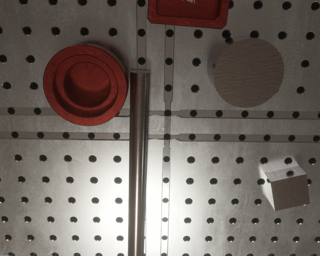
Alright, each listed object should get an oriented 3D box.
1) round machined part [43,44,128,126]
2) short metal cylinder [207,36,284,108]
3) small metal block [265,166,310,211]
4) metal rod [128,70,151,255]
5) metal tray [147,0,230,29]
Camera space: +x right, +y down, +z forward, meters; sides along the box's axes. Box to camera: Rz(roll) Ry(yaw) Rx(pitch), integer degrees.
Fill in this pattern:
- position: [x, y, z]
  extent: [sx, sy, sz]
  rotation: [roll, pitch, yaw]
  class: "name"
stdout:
- position: [-0.088, -0.055, 0.383]
  extent: [0.099, 0.042, 0.097]
  rotation: [0, 110, -1]
  class: "round machined part"
- position: [0.101, -0.070, 0.376]
  extent: [0.081, 0.050, 0.079]
  rotation: [0, 110, -1]
  class: "short metal cylinder"
- position: [0.184, 0.087, 0.448]
  extent: [0.050, 0.025, 0.050]
  rotation: [-14, 110, 4]
  class: "small metal block"
- position: [-0.031, 0.069, 0.438]
  extent: [0.025, 0.025, 0.298]
  rotation: [2, 110, -1]
  class: "metal rod"
- position: [0.035, -0.181, 0.344]
  extent: [0.091, 0.030, 0.129]
  rotation: [4, 110, -2]
  class: "metal tray"
